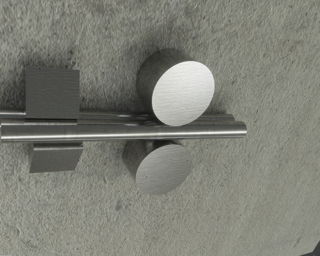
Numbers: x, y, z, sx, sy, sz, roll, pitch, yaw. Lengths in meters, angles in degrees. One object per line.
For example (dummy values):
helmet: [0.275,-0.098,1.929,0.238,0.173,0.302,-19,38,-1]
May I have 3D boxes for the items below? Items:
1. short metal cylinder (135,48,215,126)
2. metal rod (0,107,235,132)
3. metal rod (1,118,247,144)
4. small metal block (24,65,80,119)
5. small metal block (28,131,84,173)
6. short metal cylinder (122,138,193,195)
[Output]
short metal cylinder: [0.017,-0.049,0.371,0.081,0.050,0.079,-14,124,-21]
metal rod: [-0.030,-0.009,0.386,0.303,0.025,0.025,0,119,-29]
metal rod: [-0.019,0.002,0.367,0.303,0.025,0.025,0,119,-28]
small metal block: [-0.110,-0.034,0.315,0.050,0.025,0.050,0,91,-28]
small metal block: [-0.118,0.026,0.347,0.050,0.025,0.050,0,145,-29]
short metal cylinder: [-0.004,0.043,0.417,0.081,0.050,0.079,-14,124,-21]
